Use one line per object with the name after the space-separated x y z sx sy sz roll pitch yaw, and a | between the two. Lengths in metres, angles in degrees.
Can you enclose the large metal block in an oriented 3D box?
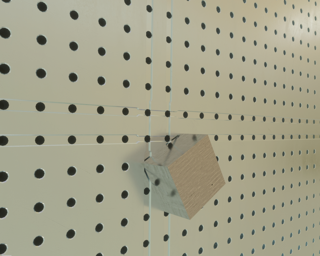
0.035 0.062 0.421 0.080 0.050 0.080 -35 112 -34 | large metal block
